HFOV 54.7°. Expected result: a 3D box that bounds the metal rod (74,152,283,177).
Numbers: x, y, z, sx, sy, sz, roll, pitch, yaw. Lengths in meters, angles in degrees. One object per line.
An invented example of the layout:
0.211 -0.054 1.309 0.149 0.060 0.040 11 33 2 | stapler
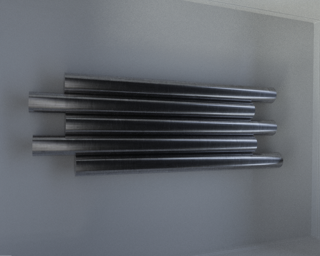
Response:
0.040 0.048 0.425 0.303 0.025 0.025 1 90 -21 | metal rod

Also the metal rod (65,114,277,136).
0.029 -0.002 0.421 0.303 0.025 0.025 1 90 -21 | metal rod

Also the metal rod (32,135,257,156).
-0.004 0.022 0.408 0.303 0.025 0.025 1 90 -21 | metal rod

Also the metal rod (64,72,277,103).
0.028 -0.052 0.420 0.303 0.025 0.025 1 90 -21 | metal rod

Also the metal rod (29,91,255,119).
-0.008 -0.028 0.407 0.303 0.025 0.025 1 90 -21 | metal rod
